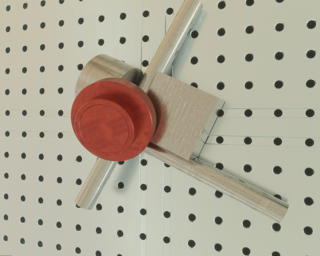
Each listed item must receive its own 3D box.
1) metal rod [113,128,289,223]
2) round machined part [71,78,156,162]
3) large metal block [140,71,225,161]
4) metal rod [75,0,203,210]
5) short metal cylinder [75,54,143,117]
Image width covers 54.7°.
[{"bbox_3d":[0.016,0.037,0.405,0.301,0.025,0.025,26,99,17],"label":"metal rod"},{"bbox_3d":[-0.057,-0.005,0.353,0.098,0.042,0.097,4,111,11],"label":"round machined part"},{"bbox_3d":[0.023,-0.015,0.387,0.080,0.050,0.080,27,99,17],"label":"large metal block"},{"bbox_3d":[-0.028,-0.030,0.401,0.025,0.025,0.299,29,92,17],"label":"metal rod"},{"bbox_3d":[-0.064,-0.050,0.404,0.050,0.080,0.080,26,99,18],"label":"short metal cylinder"}]
